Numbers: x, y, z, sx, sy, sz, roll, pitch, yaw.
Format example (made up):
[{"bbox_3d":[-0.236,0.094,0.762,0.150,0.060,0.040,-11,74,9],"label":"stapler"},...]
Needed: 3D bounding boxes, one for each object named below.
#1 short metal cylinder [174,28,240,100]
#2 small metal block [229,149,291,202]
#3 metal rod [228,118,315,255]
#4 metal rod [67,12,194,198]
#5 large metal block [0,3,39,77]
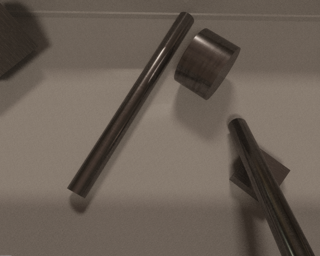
[{"bbox_3d":[0.063,-0.084,0.412,0.050,0.080,0.080,35,74,11],"label":"short metal cylinder"},{"bbox_3d":[0.125,0.059,0.390,0.050,0.025,0.050,38,74,12],"label":"small metal block"},{"bbox_3d":[0.114,0.084,0.293,0.025,0.025,0.300,-4,36,-2],"label":"metal rod"},{"bbox_3d":[-0.031,-0.043,0.425,0.025,0.025,0.300,27,72,9],"label":"metal rod"},{"bbox_3d":[-0.227,-0.117,0.414,0.080,0.050,0.080,-46,120,-15],"label":"large metal block"}]
